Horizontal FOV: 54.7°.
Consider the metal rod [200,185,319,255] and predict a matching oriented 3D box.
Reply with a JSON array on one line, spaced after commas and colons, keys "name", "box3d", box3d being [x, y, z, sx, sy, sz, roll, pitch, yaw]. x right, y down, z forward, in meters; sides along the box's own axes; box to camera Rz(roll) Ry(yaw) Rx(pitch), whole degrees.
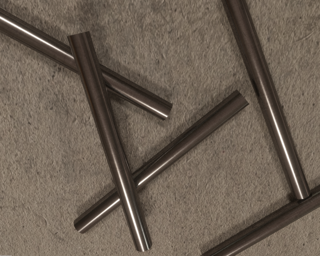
[{"name": "metal rod", "box3d": [0.190, 0.128, 0.459, 0.300, 0.025, 0.025, -35, 107, 11]}]

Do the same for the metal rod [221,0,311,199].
[{"name": "metal rod", "box3d": [0.141, -0.032, 0.399, 0.025, 0.025, 0.299, -24, 109, 8]}]

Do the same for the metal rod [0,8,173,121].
[{"name": "metal rod", "box3d": [-0.120, -0.090, 0.374, 0.301, 0.025, 0.025, 28, 107, -11]}]

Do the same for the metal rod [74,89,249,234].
[{"name": "metal rod", "box3d": [-0.006, 0.053, 0.429, 0.300, 0.025, 0.025, -40, 106, 13]}]

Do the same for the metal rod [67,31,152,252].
[{"name": "metal rod", "box3d": [-0.057, 0.032, 0.392, 0.025, 0.025, 0.298, -12, 110, 4]}]
